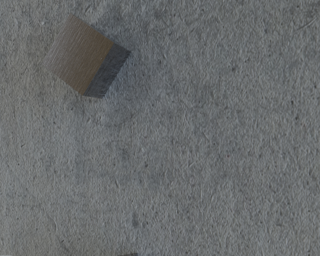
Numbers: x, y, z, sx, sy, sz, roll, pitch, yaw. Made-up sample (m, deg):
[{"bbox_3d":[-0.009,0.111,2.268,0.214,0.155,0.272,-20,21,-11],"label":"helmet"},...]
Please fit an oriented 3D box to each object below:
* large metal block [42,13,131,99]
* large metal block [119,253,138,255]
[{"bbox_3d":[-0.102,-0.098,0.432,0.080,0.050,0.080,37,102,16],"label":"large metal block"},{"bbox_3d":[-0.066,0.224,0.419,0.080,0.050,0.080,-18,84,19],"label":"large metal block"}]
